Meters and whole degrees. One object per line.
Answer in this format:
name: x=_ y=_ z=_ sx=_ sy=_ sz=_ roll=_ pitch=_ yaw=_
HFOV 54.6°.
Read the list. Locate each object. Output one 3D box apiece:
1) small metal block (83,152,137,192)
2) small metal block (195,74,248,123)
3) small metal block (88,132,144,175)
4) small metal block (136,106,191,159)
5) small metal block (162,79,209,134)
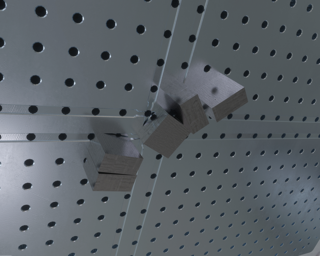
small metal block: x=-0.064 y=0.055 z=0.393 sx=0.050 sy=0.050 sz=0.025 roll=8 pitch=114 yaw=-32
small metal block: x=0.079 y=-0.041 z=0.412 sx=0.050 sy=0.050 sz=0.025 roll=-33 pitch=129 yaw=-7
small metal block: x=-0.056 y=0.031 z=0.383 sx=0.050 sy=0.050 sz=0.025 roll=12 pitch=112 yaw=-33
small metal block: x=0.006 y=0.006 z=0.418 sx=0.050 sy=0.025 sz=0.050 roll=34 pitch=99 yaw=-39
small metal block: x=0.032 y=-0.028 z=0.395 sx=0.025 sy=0.050 sz=0.050 roll=-34 pitch=129 yaw=-6
